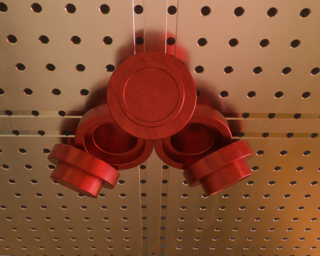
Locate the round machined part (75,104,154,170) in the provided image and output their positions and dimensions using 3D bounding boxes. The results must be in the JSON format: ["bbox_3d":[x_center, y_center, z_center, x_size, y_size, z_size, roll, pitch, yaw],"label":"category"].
[{"bbox_3d":[-0.057,0.007,0.405,0.099,0.042,0.097,-1,130,0],"label":"round machined part"}]

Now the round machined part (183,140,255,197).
[{"bbox_3d":[0.084,0.058,0.416,0.099,0.042,0.098,-24,162,-8],"label":"round machined part"}]

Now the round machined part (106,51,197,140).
[{"bbox_3d":[-0.009,-0.035,0.337,0.099,0.042,0.097,0,92,-1],"label":"round machined part"}]

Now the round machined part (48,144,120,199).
[{"bbox_3d":[-0.108,0.063,0.422,0.098,0.042,0.098,20,158,9],"label":"round machined part"}]

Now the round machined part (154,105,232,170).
[{"bbox_3d":[0.042,0.008,0.408,0.099,0.042,0.097,-1,130,0],"label":"round machined part"}]
